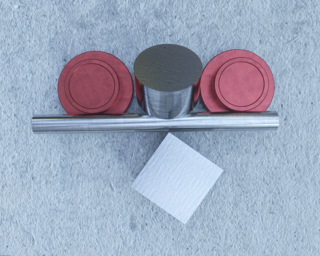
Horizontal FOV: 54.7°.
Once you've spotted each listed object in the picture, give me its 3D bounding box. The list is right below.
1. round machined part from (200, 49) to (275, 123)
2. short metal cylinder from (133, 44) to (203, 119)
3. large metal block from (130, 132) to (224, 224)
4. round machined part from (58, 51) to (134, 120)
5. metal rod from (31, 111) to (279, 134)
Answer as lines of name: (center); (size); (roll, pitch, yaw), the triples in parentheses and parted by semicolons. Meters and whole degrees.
round machined part: (0.101, -0.054, 0.404); (0.099, 0.042, 0.097); (0, 90, 0)
short metal cylinder: (0.010, -0.057, 0.380); (0.080, 0.050, 0.080); (0, 55, 0)
large metal block: (0.021, 0.060, 0.397); (0.080, 0.050, 0.080); (35, 90, 0)
round machined part: (-0.084, -0.052, 0.401); (0.099, 0.042, 0.097); (0, 90, 0)
metal rod: (-0.005, -0.007, 0.390); (0.302, 0.025, 0.025); (-1, 90, 0)
